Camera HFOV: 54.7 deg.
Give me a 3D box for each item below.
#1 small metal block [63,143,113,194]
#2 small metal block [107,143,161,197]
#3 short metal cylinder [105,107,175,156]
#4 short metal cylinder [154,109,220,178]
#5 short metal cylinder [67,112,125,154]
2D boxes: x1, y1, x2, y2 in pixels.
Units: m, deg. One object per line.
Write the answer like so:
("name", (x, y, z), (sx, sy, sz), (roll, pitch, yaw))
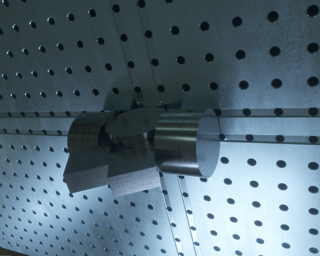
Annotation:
("small metal block", (-0.080, 0.046, 0.360), (0.050, 0.050, 0.025), (-14, 115, -1))
("small metal block", (-0.028, 0.045, 0.338), (0.050, 0.050, 0.025), (-13, 115, 0))
("short metal cylinder", (-0.024, 0.012, 0.396), (0.080, 0.080, 0.050), (1, 119, 27))
("short metal cylinder", (0.035, 0.017, 0.367), (0.050, 0.080, 0.080), (1, 119, 29))
("short metal cylinder", (-0.080, 0.018, 0.428), (0.050, 0.080, 0.080), (1, 119, 28))
